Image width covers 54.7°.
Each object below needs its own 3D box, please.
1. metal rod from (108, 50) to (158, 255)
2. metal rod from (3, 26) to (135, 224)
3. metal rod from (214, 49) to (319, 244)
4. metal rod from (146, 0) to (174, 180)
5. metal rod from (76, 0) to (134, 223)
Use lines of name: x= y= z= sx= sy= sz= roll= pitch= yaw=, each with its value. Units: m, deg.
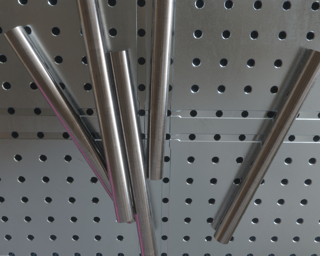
metal rod: x=-0.033 y=0.048 z=0.419 sx=0.025 sy=0.025 sz=0.298 roll=-7 pitch=106 yaw=2
metal rod: x=-0.107 y=0.009 z=0.415 sx=0.025 sy=0.025 sz=0.299 roll=-26 pitch=109 yaw=9
metal rod: x=0.146 y=0.039 z=0.429 sx=0.025 sy=0.025 sz=0.298 roll=19 pitch=109 yaw=-7
metal rod: x=0.000 y=-0.072 z=0.386 sx=0.025 sy=0.025 sz=0.298 roll=3 pitch=110 yaw=-2
metal rod: x=-0.067 y=-0.018 z=0.391 sx=0.025 sy=0.025 sz=0.298 roll=-7 pitch=105 yaw=2
